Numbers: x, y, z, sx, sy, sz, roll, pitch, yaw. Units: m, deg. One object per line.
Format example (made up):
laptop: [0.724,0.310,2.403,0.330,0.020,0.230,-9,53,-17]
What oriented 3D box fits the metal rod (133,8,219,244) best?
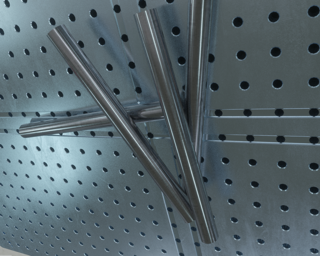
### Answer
metal rod: [0.026,0.013,0.373,0.025,0.025,0.299,-6,112,31]

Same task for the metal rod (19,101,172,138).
metal rod: [-0.106,-0.010,0.461,0.300,0.025,0.025,-7,115,31]

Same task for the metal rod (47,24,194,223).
metal rod: [-0.041,0.003,0.401,0.025,0.025,0.300,-26,104,37]

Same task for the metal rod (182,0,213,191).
metal rod: [0.042,-0.012,0.382,0.025,0.025,0.298,13,124,21]
